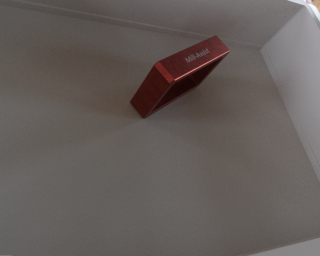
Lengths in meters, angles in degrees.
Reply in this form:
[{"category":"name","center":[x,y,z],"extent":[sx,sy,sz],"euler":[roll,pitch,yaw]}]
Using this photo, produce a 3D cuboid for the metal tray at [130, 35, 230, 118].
[{"category":"metal tray","center":[0.028,-0.070,0.423],"extent":[0.131,0.090,0.030],"euler":[-33,81,-38]}]
